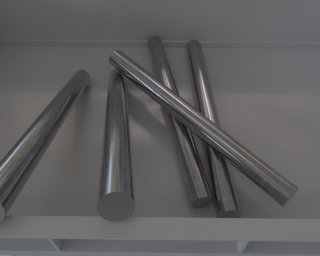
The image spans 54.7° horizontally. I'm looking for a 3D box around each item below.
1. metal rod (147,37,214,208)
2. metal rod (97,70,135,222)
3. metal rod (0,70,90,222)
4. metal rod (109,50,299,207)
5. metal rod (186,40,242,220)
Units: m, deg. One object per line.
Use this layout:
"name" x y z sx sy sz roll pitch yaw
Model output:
"metal rod" 0.018 -0.032 0.431 0.025 0.025 0.300 -8 50 -7
"metal rod" -0.047 -0.013 0.339 0.025 0.025 0.300 -6 26 -5
"metal rod" -0.116 -0.011 0.336 0.025 0.025 0.300 -1 26 -1
"metal rod" 0.033 -0.017 0.385 0.025 0.025 0.300 -34 58 -25
"metal rod" 0.065 -0.022 0.423 0.025 0.025 0.300 -3 50 -2
